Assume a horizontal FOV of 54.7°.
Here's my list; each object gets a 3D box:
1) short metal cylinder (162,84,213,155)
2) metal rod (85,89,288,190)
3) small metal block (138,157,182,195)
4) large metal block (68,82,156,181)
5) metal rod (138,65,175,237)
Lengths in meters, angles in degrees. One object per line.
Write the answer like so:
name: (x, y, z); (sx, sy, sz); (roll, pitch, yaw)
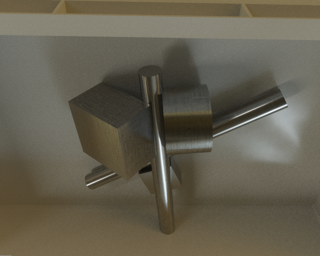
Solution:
short metal cylinder: (0.030, -0.010, 0.362); (0.050, 0.080, 0.079); (-4, 130, 1)
metal rod: (0.022, 0.023, 0.426); (0.300, 0.025, 0.025); (-25, 126, 19)
small metal block: (0.001, 0.070, 0.467); (0.050, 0.025, 0.050); (-17, 129, 13)
large metal block: (-0.054, 0.003, 0.367); (0.080, 0.050, 0.079); (27, 139, 31)
metal rod: (0.001, 0.055, 0.420); (0.025, 0.025, 0.298); (-4, 129, 3)
